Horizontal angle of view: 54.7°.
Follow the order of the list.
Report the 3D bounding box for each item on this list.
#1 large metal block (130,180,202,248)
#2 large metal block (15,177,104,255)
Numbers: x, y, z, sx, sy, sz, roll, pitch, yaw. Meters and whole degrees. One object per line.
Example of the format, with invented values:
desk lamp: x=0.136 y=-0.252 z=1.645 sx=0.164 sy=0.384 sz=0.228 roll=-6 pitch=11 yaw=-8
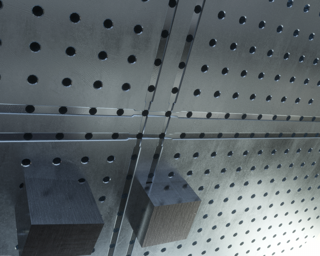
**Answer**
large metal block: x=0.007 y=0.132 z=0.483 sx=0.081 sy=0.050 sz=0.079 roll=1 pitch=118 yaw=-29
large metal block: x=-0.124 y=0.107 z=0.375 sx=0.081 sy=0.080 sz=0.050 roll=11 pitch=113 yaw=-33
